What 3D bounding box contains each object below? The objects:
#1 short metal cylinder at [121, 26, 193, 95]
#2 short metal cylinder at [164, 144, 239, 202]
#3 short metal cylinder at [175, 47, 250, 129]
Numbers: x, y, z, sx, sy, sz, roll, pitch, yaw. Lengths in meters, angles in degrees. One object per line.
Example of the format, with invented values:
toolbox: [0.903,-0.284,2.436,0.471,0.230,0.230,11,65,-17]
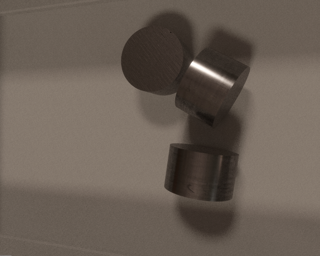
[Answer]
short metal cylinder: [-0.002,-0.084,0.397,0.080,0.050,0.079,0,90,19]
short metal cylinder: [0.048,0.049,0.364,0.080,0.080,0.050,9,93,19]
short metal cylinder: [0.061,-0.046,0.359,0.050,0.080,0.080,32,100,17]
